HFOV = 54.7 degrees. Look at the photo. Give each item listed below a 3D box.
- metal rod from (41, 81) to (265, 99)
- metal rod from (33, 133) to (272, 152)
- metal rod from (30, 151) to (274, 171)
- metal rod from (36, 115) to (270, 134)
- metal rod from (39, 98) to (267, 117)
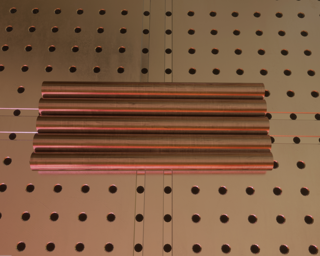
[{"bbox_3d":[-0.009,-0.051,0.430,0.302,0.025,0.025,0,70,-1],"label":"metal rod"},{"bbox_3d":[-0.009,0.020,0.404,0.302,0.025,0.025,0,70,-1],"label":"metal rod"},{"bbox_3d":[-0.009,0.042,0.396,0.302,0.025,0.025,0,70,-1],"label":"metal rod"},{"bbox_3d":[-0.009,-0.004,0.413,0.302,0.025,0.025,0,70,-1],"label":"metal rod"},{"bbox_3d":[-0.009,-0.028,0.422,0.302,0.025,0.025,0,70,-1],"label":"metal rod"}]
